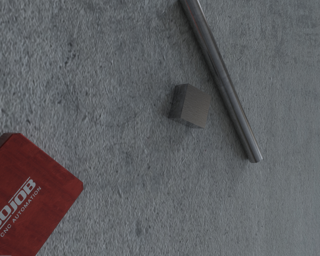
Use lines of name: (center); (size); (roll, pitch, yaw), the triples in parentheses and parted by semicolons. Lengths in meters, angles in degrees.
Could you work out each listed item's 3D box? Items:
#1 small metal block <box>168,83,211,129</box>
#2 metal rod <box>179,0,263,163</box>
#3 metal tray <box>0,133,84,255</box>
small metal block: (0.043, -0.030, 0.443); (0.050, 0.025, 0.050); (22, 76, -38)
metal rod: (0.104, -0.067, 0.494); (0.025, 0.025, 0.299); (-43, 116, -32)
metal tray: (-0.144, 0.079, 0.282); (0.090, 0.030, 0.130); (49, 61, -29)
